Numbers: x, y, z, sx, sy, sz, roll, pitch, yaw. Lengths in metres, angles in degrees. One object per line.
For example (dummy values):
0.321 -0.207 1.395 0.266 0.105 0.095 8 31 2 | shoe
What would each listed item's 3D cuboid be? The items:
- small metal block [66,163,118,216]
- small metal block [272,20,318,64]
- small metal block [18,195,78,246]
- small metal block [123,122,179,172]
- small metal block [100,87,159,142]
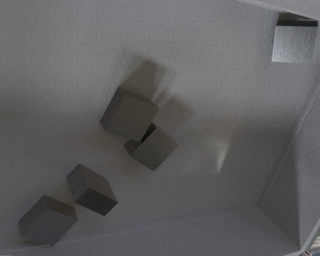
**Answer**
-0.087 0.079 0.395 0.025 0.050 0.050 -46 130 4 | small metal block
0.182 -0.117 0.420 0.025 0.050 0.050 -57 148 -48 | small metal block
-0.146 0.122 0.405 0.050 0.025 0.050 -46 130 4 | small metal block
-0.011 0.024 0.419 0.050 0.025 0.050 -47 130 4 | small metal block
-0.038 -0.016 0.380 0.050 0.025 0.050 19 108 -36 | small metal block
